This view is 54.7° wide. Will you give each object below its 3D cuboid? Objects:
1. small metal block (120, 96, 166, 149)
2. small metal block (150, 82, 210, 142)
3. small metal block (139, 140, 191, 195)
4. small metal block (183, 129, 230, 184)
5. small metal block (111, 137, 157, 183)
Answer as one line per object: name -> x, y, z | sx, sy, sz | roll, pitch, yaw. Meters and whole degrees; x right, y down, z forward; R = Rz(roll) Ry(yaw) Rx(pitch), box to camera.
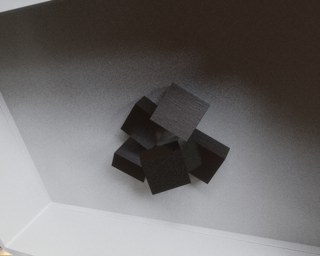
small metal block -> -0.017, -0.006, 0.409 | 0.050, 0.025, 0.050 | 37, 129, 2
small metal block -> 0.024, -0.019, 0.367 | 0.050, 0.025, 0.050 | 32, 95, 6
small metal block -> 0.006, 0.049, 0.386 | 0.050, 0.025, 0.050 | -18, 113, 0
small metal block -> 0.054, 0.037, 0.399 | 0.050, 0.025, 0.050 | 31, 128, 8
small metal block -> -0.031, 0.041, 0.429 | 0.050, 0.050, 0.025 | 26, 127, 11
